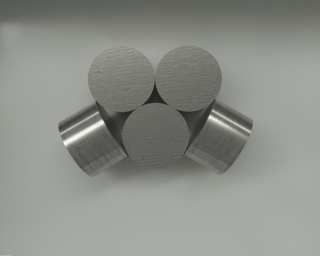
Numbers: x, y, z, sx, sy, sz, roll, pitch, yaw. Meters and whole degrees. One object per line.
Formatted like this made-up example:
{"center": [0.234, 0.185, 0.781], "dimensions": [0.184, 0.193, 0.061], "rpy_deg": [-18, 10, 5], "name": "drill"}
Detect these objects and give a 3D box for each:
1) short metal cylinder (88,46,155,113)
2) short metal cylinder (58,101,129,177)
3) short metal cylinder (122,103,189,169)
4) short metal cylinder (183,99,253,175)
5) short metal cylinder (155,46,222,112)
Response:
{"center": [-0.046, -0.059, 0.397], "dimensions": [0.081, 0.050, 0.080], "rpy_deg": [0, 90, 0], "name": "short metal cylinder"}
{"center": [-0.079, 0.013, 0.382], "dimensions": [0.050, 0.080, 0.080], "rpy_deg": [-30, 90, 0], "name": "short metal cylinder"}
{"center": [-0.005, 0.009, 0.397], "dimensions": [0.081, 0.050, 0.080], "rpy_deg": [0, 90, 0], "name": "short metal cylinder"}
{"center": [0.070, 0.011, 0.382], "dimensions": [0.050, 0.080, 0.080], "rpy_deg": [30, 90, 0], "name": "short metal cylinder"}
{"center": [0.034, -0.060, 0.397], "dimensions": [0.081, 0.050, 0.080], "rpy_deg": [0, 90, 0], "name": "short metal cylinder"}
